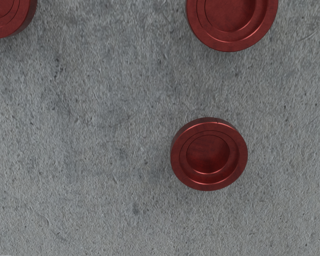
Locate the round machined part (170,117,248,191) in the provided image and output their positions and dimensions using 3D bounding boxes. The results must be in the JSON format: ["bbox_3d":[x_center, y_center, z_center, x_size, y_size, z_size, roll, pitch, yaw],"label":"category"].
[{"bbox_3d":[0.063,0.031,0.413,0.099,0.042,0.097,0,110,0],"label":"round machined part"}]

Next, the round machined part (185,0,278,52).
[{"bbox_3d":[0.077,-0.138,0.350,0.099,0.042,0.097,0,110,0],"label":"round machined part"}]

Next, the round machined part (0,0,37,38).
[{"bbox_3d":[-0.186,-0.151,0.343,0.099,0.042,0.097,0,110,0],"label":"round machined part"}]
